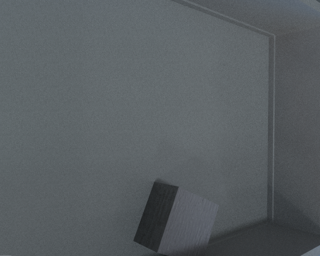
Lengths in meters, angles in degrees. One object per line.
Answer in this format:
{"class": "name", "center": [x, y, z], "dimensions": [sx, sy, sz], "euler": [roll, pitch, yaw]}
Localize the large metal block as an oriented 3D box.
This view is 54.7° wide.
{"class": "large metal block", "center": [0.023, 0.125, 0.410], "dimensions": [0.080, 0.050, 0.080], "euler": [31, 71, -34]}
